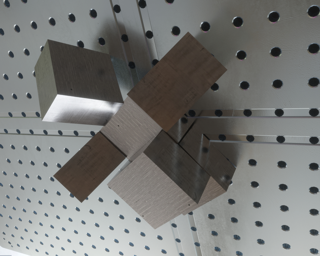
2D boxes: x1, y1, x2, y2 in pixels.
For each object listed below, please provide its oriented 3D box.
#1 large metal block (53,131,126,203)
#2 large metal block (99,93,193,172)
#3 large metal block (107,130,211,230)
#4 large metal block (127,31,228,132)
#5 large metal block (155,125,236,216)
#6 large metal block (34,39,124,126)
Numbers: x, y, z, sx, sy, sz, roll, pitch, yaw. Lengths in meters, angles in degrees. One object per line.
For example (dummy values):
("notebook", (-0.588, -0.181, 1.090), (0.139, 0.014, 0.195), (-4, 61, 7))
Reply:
("large metal block", (-0.096, 0.054, 0.440), (0.050, 0.080, 0.080), (45, 171, -2))
("large metal block", (-0.019, -0.001, 0.405), (0.080, 0.050, 0.080), (44, 129, -2))
("large metal block", (-0.002, 0.062, 0.369), (0.080, 0.050, 0.080), (44, 128, -4))
("large metal block", (0.015, -0.043, 0.322), (0.050, 0.080, 0.080), (44, 89, -2))
("large metal block", (0.038, 0.057, 0.410), (0.080, 0.050, 0.080), (46, 128, -2))
("large metal block", (-0.099, -0.052, 0.377), (0.050, 0.081, 0.080), (-44, 54, 39))
